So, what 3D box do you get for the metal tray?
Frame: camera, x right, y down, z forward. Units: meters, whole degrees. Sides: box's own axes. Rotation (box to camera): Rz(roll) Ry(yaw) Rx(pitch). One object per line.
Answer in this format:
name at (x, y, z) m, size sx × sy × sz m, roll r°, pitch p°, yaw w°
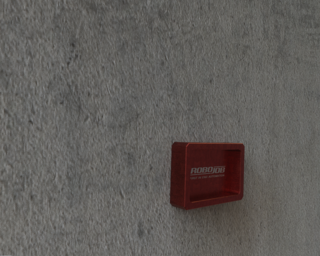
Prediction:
metal tray at (0.074, 0.067, 0.462) m, size 0.131 × 0.030 × 0.090 m, roll 3°, pitch 88°, yaw -40°
